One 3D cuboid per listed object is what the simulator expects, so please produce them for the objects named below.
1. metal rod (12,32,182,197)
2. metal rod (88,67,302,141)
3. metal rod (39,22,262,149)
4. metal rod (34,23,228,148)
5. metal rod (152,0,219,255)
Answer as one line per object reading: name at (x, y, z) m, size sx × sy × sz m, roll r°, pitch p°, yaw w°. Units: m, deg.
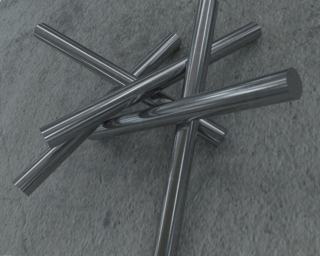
metal rod at (-0.068, -0.033, 0.415) m, size 0.025 × 0.025 × 0.301 m, roll 23°, pitch 61°, yaw 36°
metal rod at (0.001, -0.014, 0.342) m, size 0.299 × 0.025 × 0.025 m, roll -11°, pitch 54°, yaw 47°
metal rod at (0.004, -0.060, 0.372) m, size 0.302 × 0.025 × 0.025 m, roll -30°, pitch 49°, yaw -18°
metal rod at (-0.049, -0.064, 0.403) m, size 0.300 × 0.025 × 0.025 m, roll 32°, pitch 79°, yaw 17°
metal rod at (0.031, -0.006, 0.345) m, size 0.025 × 0.025 × 0.299 m, roll 5°, pitch 78°, yaw 30°
